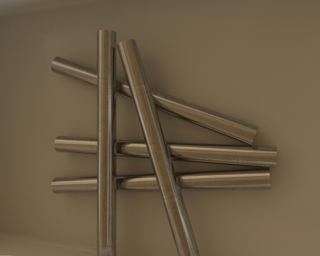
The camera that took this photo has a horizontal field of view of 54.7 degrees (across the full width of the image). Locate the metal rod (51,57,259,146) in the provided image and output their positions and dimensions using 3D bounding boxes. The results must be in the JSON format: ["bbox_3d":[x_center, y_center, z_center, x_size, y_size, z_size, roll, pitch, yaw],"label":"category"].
[{"bbox_3d":[-0.020,-0.042,0.414,0.301,0.025,0.025,21,97,18],"label":"metal rod"}]

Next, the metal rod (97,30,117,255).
[{"bbox_3d":[-0.070,0.024,0.405,0.025,0.025,0.298,0,90,19],"label":"metal rod"}]

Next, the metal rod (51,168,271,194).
[{"bbox_3d":[-0.012,0.073,0.412,0.301,0.025,0.025,-5,88,19],"label":"metal rod"}]

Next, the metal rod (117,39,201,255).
[{"bbox_3d":[0.000,0.034,0.381,0.025,0.025,0.299,-19,84,19],"label":"metal rod"}]

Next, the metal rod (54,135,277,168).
[{"bbox_3d":[-0.007,0.029,0.410,0.301,0.025,0.025,2,91,19],"label":"metal rod"}]
